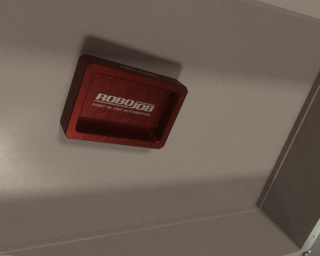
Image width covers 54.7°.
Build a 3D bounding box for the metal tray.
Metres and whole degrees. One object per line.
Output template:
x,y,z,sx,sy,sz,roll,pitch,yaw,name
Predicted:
-0.040,-0.026,0.368,0.131,0.030,0.089,10,114,-33,metal tray
